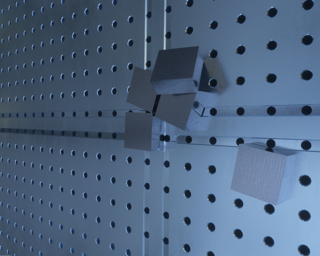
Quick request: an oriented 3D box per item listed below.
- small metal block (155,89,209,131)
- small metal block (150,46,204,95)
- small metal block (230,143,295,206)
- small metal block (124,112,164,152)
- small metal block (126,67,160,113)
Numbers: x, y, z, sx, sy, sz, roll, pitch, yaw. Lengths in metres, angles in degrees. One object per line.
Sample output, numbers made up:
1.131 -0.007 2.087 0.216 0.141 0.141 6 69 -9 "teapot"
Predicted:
0.026 -0.029 0.386 0.050 0.025 0.050 27 107 36 "small metal block"
0.021 -0.068 0.367 0.050 0.025 0.050 0 56 22 "small metal block"
0.106 0.046 0.321 0.050 0.025 0.050 15 99 38 "small metal block"
-0.022 0.004 0.425 0.050 0.025 0.050 5 93 39 "small metal block"
-0.014 -0.051 0.419 0.050 0.025 0.050 25 106 37 "small metal block"
